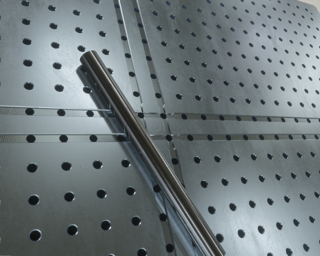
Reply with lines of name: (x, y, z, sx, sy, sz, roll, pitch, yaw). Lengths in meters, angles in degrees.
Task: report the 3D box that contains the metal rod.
metal rod: (-0.016, 0.027, 0.384, 0.025, 0.025, 0.299, -24, 75, -37)
